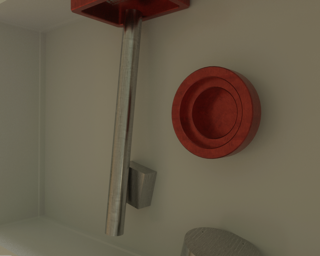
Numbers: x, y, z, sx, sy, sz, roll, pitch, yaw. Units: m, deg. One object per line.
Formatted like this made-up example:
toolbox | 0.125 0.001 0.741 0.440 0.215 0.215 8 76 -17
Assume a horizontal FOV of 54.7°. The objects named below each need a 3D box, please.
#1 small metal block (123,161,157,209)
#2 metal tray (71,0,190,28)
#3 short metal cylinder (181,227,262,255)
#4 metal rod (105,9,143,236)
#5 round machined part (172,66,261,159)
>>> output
small metal block | -0.035 0.078 0.434 0.050 0.025 0.050 18 101 38
metal tray | -0.039 -0.166 0.394 0.130 0.091 0.030 0 90 39
short metal cylinder | 0.060 0.146 0.321 0.080 0.081 0.050 19 102 38
metal rod | -0.048 -0.008 0.417 0.025 0.025 0.298 4 89 39
round machined part | 0.064 -0.016 0.342 0.098 0.042 0.097 0 90 39
